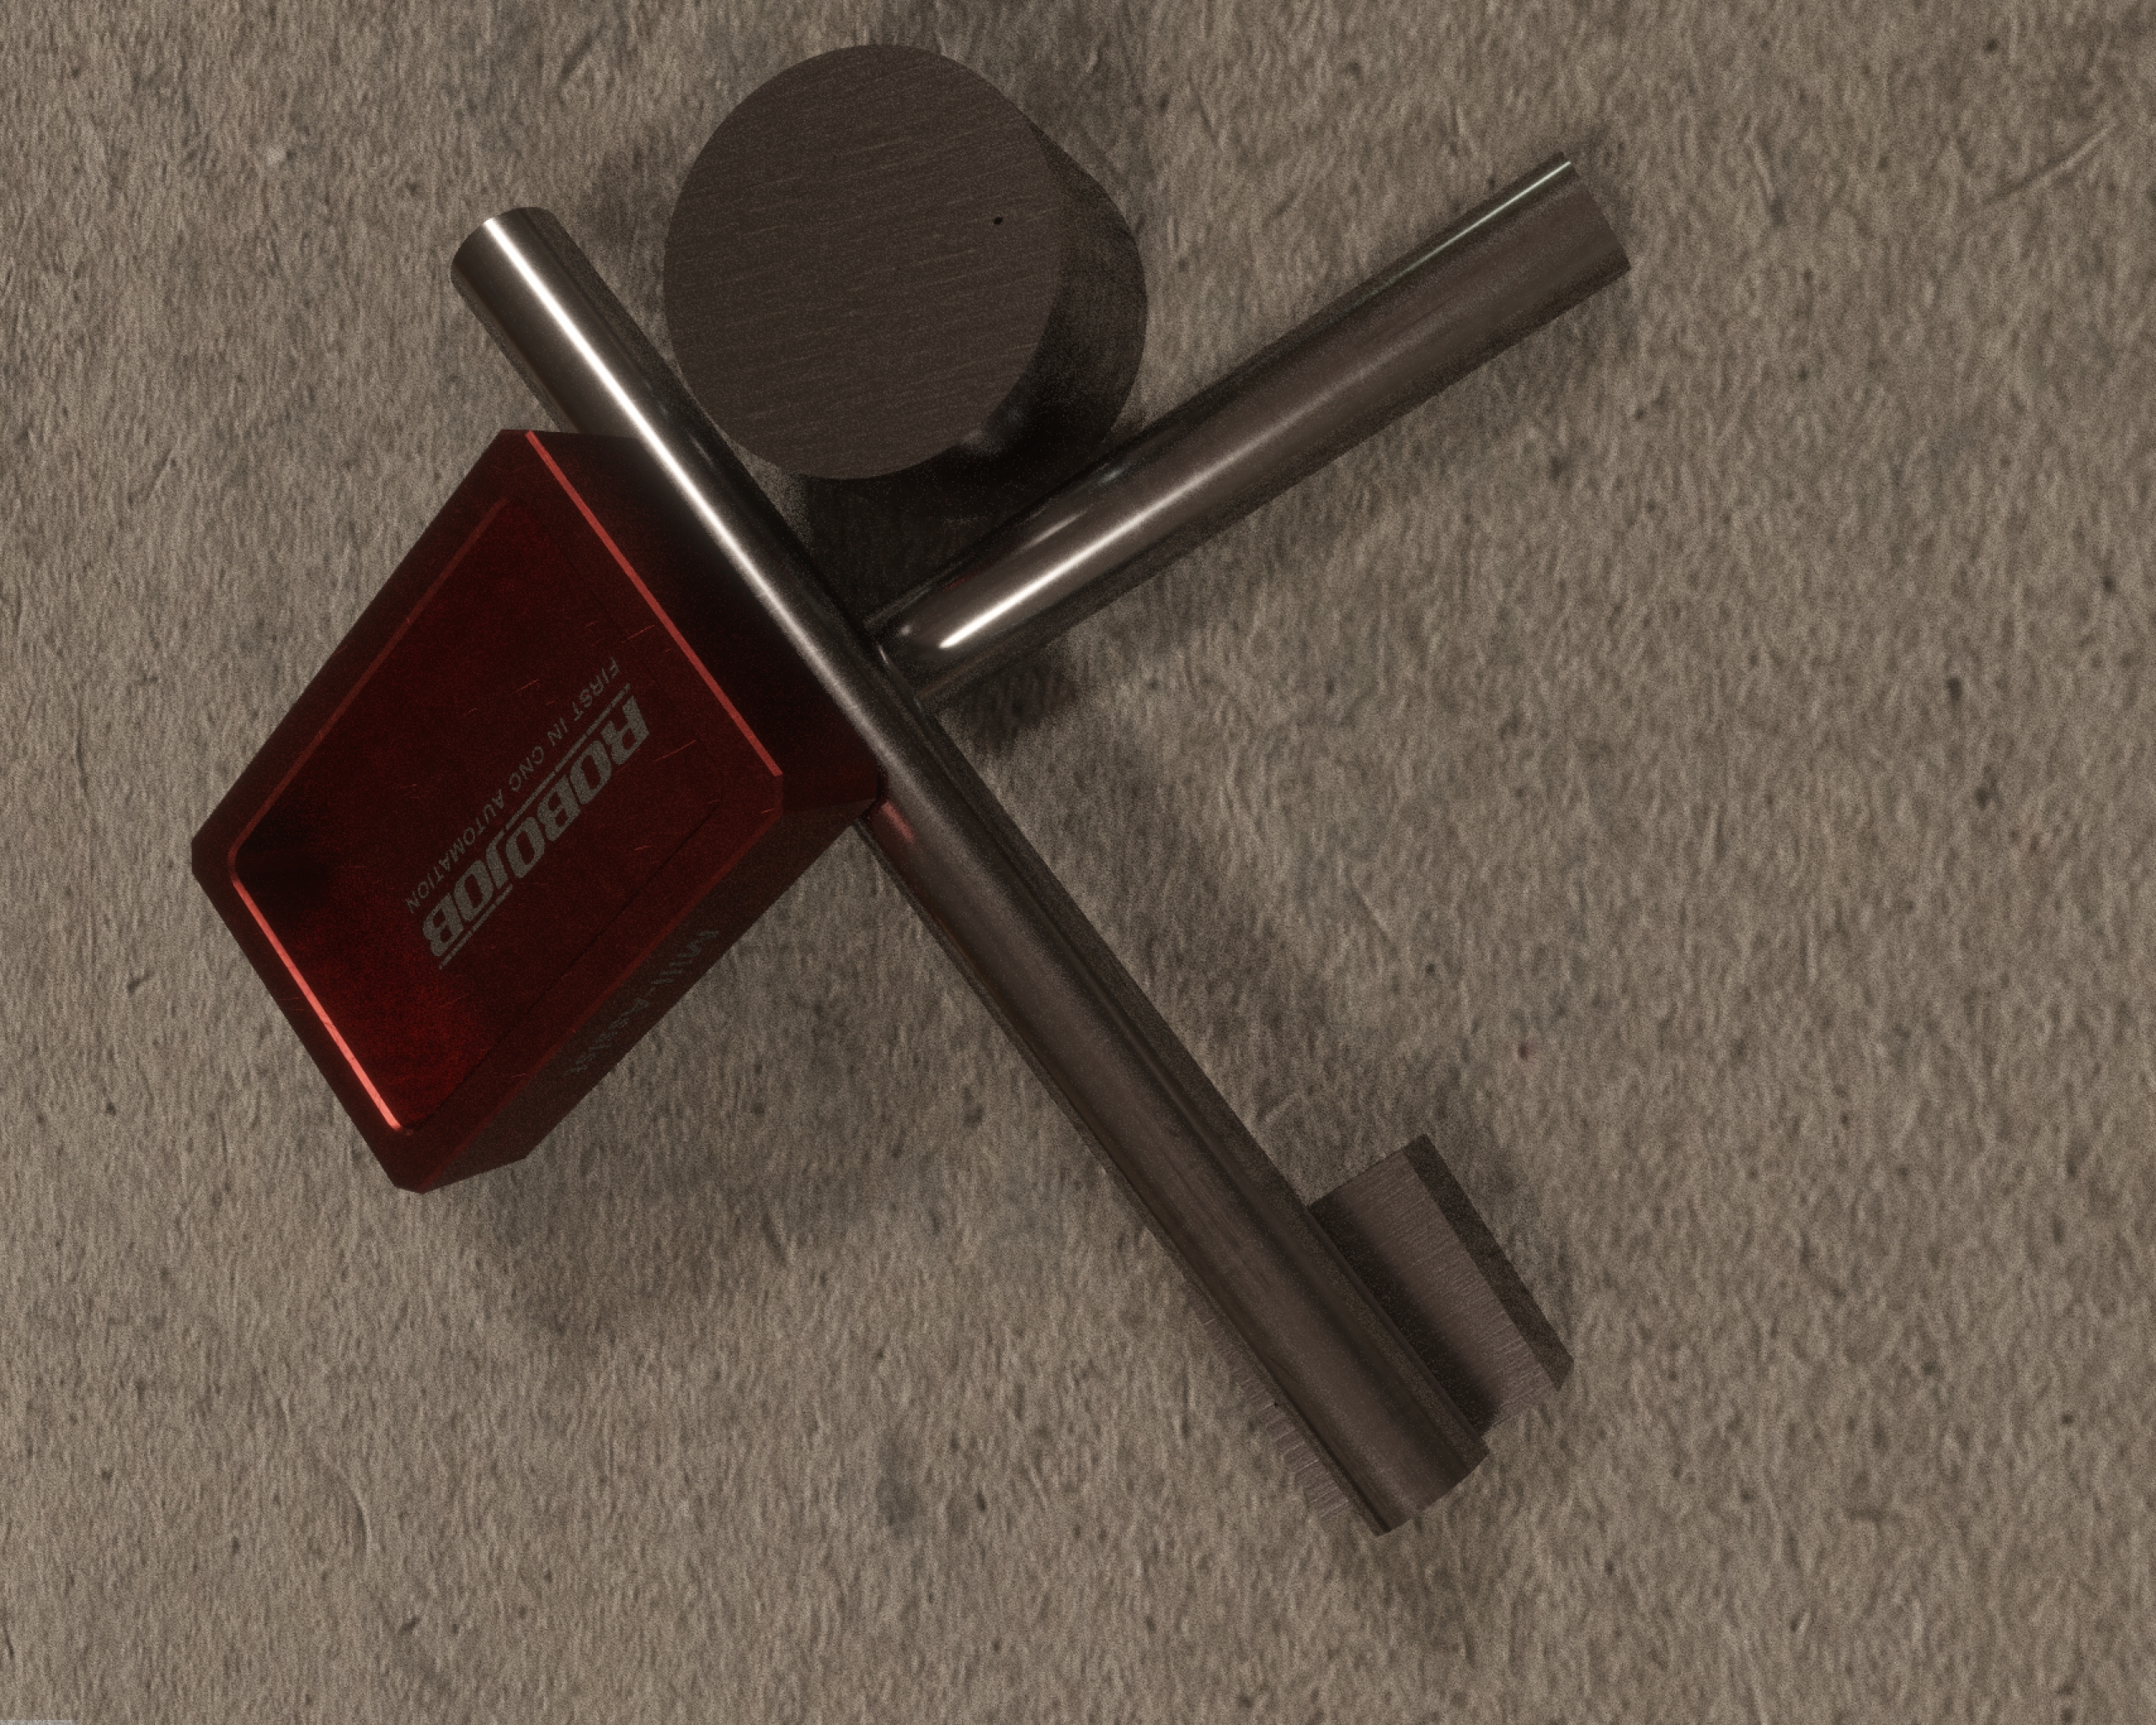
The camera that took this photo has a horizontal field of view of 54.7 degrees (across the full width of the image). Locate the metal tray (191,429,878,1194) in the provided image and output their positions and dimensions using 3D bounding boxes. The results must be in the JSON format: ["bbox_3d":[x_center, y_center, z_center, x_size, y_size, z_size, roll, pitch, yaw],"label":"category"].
[{"bbox_3d":[-0.109,-0.008,0.404,0.130,0.030,0.090,-43,76,26],"label":"metal tray"}]

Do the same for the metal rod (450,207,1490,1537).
[{"bbox_3d":[-0.027,-0.007,0.393,0.025,0.025,0.299,-41,78,15],"label":"metal rod"}]

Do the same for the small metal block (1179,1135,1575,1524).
[{"bbox_3d":[0.056,0.086,0.390,0.050,0.025,0.050,-35,79,16],"label":"small metal block"}]

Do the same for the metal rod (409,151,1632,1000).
[{"bbox_3d":[-0.030,-0.044,0.420,0.300,0.025,0.025,-31,80,17],"label":"metal rod"}]

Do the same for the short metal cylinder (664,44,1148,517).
[{"bbox_3d":[-0.032,-0.110,0.407,0.080,0.050,0.079,0,90,19],"label":"short metal cylinder"}]
